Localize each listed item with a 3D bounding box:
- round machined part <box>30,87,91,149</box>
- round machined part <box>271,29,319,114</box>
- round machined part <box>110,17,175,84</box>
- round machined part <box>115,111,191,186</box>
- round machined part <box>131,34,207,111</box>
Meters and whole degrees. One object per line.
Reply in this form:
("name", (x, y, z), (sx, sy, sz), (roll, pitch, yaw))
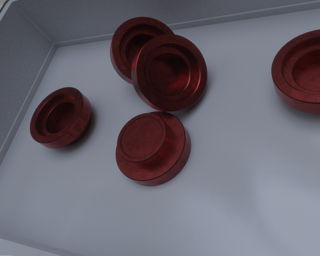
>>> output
("round machined part", (-0.147, -0.012, 0.480), (0.098, 0.042, 0.098), (-13, 56, 21))
("round machined part", (0.176, -0.057, 0.337), (0.098, 0.042, 0.098), (-13, 56, 21))
("round machined part", (-0.023, -0.106, 0.450), (0.099, 0.042, 0.097), (2, 82, -14))
("round machined part", (-0.014, 0.020, 0.390), (0.098, 0.042, 0.098), (-13, 56, 21))
("round machined part", (0.009, -0.070, 0.409), (0.098, 0.098, 0.042), (-57, 17, -12))
